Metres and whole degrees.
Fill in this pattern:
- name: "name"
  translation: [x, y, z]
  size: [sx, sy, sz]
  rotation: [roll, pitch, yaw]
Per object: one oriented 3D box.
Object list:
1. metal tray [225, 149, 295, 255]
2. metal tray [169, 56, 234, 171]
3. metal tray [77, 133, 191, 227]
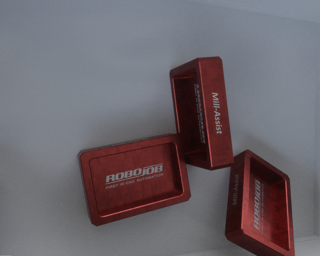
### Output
- name: "metal tray"
  translation: [0.137, 0.104, 0.422]
  size: [0.090, 0.030, 0.130]
  rotation: [32, 46, -16]
- name: "metal tray"
  translation: [0.050, -0.017, 0.394]
  size: [0.030, 0.090, 0.129]
  rotation: [-8, 93, -20]
- name: "metal tray"
  translation: [-0.031, 0.062, 0.396]
  size: [0.131, 0.030, 0.089]
  rotation: [-11, 94, -20]
